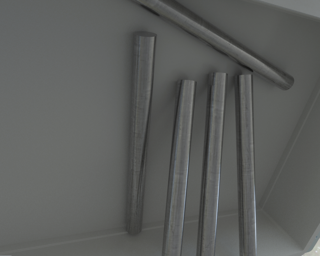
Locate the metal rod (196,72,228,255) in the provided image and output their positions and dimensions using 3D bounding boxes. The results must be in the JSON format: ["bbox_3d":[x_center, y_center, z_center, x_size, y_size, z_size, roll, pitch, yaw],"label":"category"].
[{"bbox_3d":[0.068,0.077,0.415,0.025,0.025,0.298,2,93,-29],"label":"metal rod"}]

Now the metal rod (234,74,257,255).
[{"bbox_3d":[0.124,0.075,0.446,0.025,0.025,0.298,-6,97,-25],"label":"metal rod"}]

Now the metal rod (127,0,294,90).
[{"bbox_3d":[0.075,-0.106,0.383,0.302,0.025,0.025,18,109,-35],"label":"metal rod"}]

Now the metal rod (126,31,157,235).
[{"bbox_3d":[-0.028,0.027,0.409,0.025,0.025,0.298,-9,122,-24],"label":"metal rod"}]

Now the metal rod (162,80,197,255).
[{"bbox_3d":[0.021,0.089,0.394,0.025,0.025,0.298,5,90,-31],"label":"metal rod"}]
